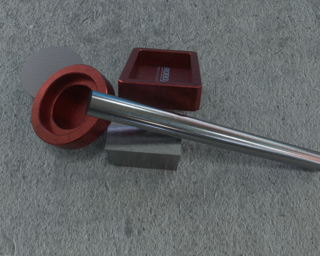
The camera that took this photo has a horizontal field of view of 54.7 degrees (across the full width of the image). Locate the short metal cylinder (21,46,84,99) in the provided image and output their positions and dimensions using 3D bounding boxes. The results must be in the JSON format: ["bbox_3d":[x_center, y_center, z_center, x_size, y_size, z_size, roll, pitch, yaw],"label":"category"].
[{"bbox_3d":[-0.136,-0.062,0.417,0.081,0.050,0.080,0,70,0],"label":"short metal cylinder"}]

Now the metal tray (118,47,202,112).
[{"bbox_3d":[0.003,-0.066,0.391,0.091,0.030,0.130,4,31,1],"label":"metal tray"}]

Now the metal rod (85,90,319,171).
[{"bbox_3d":[0.070,0.010,0.344,0.302,0.025,0.025,14,69,-21],"label":"metal rod"}]

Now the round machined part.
[{"bbox_3d":[-0.095,-0.021,0.360,0.098,0.042,0.098,-7,68,18],"label":"round machined part"}]

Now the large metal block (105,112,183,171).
[{"bbox_3d":[-0.017,0.016,0.374,0.081,0.080,0.050,4,70,1],"label":"large metal block"}]
